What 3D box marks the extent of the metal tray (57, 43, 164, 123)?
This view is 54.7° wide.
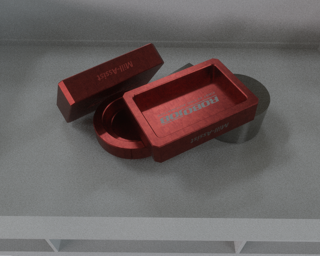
[{"bbox_3d":[-0.067,-0.058,0.406,0.131,0.090,0.030,-29,88,-23],"label":"metal tray"}]

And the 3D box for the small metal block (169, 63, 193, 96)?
[{"bbox_3d":[0.031,-0.055,0.433,0.050,0.050,0.025,-35,59,-28],"label":"small metal block"}]

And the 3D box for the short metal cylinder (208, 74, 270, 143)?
[{"bbox_3d":[0.098,-0.027,0.410,0.081,0.050,0.080,0,50,0],"label":"short metal cylinder"}]

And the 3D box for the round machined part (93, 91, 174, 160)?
[{"bbox_3d":[-0.032,0.000,0.393,0.099,0.042,0.098,0,50,0],"label":"round machined part"}]

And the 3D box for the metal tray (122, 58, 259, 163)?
[{"bbox_3d":[0.034,-0.025,0.359,0.131,0.030,0.090,-24,53,-14],"label":"metal tray"}]
